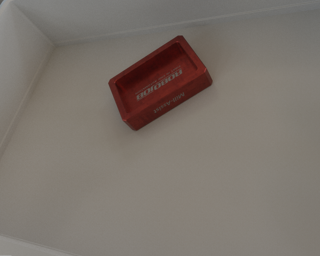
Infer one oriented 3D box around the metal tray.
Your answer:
[{"bbox_3d":[-0.003,-0.066,0.442,0.130,0.030,0.090,-31,52,7],"label":"metal tray"}]
